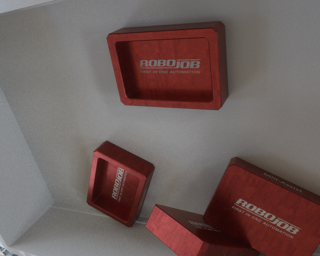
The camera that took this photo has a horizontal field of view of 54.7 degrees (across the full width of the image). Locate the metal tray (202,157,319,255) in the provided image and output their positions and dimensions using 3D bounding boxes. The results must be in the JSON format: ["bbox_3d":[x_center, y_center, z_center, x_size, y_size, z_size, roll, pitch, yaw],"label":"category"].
[{"bbox_3d":[0.131,0.104,0.384,0.130,0.030,0.089,26,109,12],"label":"metal tray"}]

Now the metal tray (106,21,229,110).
[{"bbox_3d":[0.009,-0.070,0.357,0.130,0.030,0.089,5,121,25],"label":"metal tray"}]

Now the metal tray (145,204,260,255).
[{"bbox_3d":[0.056,0.138,0.389,0.090,0.131,0.030,24,88,47],"label":"metal tray"}]

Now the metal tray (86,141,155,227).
[{"bbox_3d":[-0.067,0.093,0.497,0.090,0.030,0.129,26,128,12],"label":"metal tray"}]
